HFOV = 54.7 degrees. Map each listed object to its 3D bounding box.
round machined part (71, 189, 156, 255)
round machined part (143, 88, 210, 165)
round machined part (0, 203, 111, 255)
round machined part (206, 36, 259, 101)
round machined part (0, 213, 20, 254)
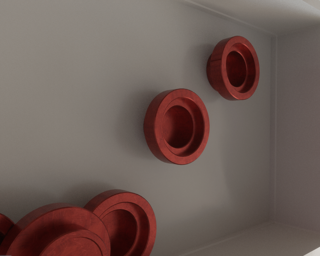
[{"bbox_3d":[-0.055,0.118,0.350,0.099,0.042,0.097,0,90,-40],"label":"round machined part"},{"bbox_3d":[0.017,-0.002,0.410,0.099,0.042,0.097,0,90,-40],"label":"round machined part"},{"bbox_3d":[-0.085,0.118,0.269,0.099,0.042,0.097,0,90,-41],"label":"round machined part"},{"bbox_3d":[0.111,-0.092,0.488,0.099,0.042,0.097,0,90,-40],"label":"round machined part"},{"bbox_3d":[-0.166,0.110,0.247,0.099,0.042,0.097,-7,99,-53],"label":"round machined part"}]
